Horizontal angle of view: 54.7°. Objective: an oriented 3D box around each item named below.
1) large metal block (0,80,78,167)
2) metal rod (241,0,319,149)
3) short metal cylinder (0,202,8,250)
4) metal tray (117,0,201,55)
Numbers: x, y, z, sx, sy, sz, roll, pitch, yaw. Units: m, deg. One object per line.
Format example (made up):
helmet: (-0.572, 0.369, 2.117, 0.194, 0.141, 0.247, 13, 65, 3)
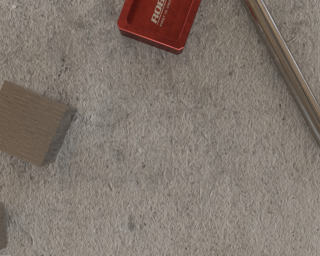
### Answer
large metal block: (-0.165, -0.005, 0.395, 0.080, 0.050, 0.080, 23, 90, -1)
metal rod: (0.159, -0.101, 0.412, 0.025, 0.025, 0.299, -28, 90, 0)
short metal cylinder: (-0.233, 0.126, 0.380, 0.081, 0.080, 0.050, -5, 90, -1)
metal tray: (0.008, -0.173, 0.407, 0.090, 0.030, 0.129, 20, 90, -1)
